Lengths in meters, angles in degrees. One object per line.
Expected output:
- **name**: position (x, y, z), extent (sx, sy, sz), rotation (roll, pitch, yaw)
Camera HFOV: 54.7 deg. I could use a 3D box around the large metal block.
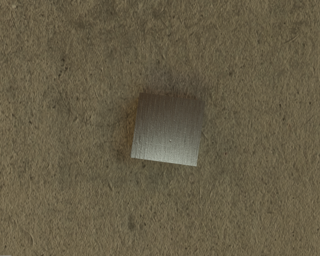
- **large metal block**: position (0.010, 0.001, 0.399), extent (0.081, 0.050, 0.080), rotation (8, 90, -1)
